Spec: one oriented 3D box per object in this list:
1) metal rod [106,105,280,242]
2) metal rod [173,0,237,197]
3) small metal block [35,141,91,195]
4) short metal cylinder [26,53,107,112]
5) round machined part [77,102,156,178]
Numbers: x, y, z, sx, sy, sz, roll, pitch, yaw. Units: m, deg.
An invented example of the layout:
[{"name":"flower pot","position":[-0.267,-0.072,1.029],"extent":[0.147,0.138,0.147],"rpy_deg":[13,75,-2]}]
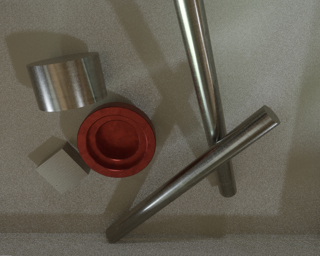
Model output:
[{"name":"metal rod","position":[0.022,0.074,0.395],"extent":[0.025,0.025,0.299],"rpy_deg":[39,122,-14]},{"name":"metal rod","position":[0.059,-0.016,0.350],"extent":[0.025,0.025,0.299],"rpy_deg":[-16,131,5]},{"name":"small metal block","position":[-0.133,0.055,0.430],"extent":[0.050,0.025,0.050],"rpy_deg":[-36,107,12]},{"name":"short metal cylinder","position":[-0.106,-0.056,0.360],"extent":[0.080,0.080,0.050],"rpy_deg":[-8,110,2]},{"name":"round machined part","position":[-0.054,0.012,0.406],"extent":[0.099,0.042,0.097],"rpy_deg":[0,110,-1]}]
